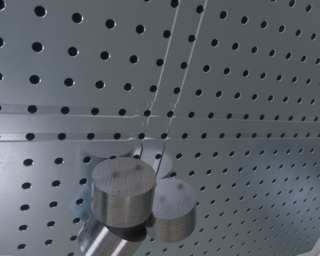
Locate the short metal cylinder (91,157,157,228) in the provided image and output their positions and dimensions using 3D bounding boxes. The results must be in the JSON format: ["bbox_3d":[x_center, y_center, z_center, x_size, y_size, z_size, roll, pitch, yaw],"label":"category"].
[{"bbox_3d":[-0.047,0.080,0.400,0.081,0.080,0.050,-7,122,-25],"label":"short metal cylinder"}]

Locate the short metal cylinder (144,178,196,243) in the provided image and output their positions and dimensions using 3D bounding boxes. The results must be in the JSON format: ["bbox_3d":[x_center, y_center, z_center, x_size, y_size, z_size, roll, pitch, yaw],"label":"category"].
[{"bbox_3d":[0.013,0.120,0.457,0.081,0.080,0.050,-17,125,-19],"label":"short metal cylinder"}]

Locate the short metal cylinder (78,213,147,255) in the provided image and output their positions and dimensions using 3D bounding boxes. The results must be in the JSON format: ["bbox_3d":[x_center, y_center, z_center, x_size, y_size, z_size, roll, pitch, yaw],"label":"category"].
[{"bbox_3d":[-0.066,0.147,0.430,0.080,0.080,0.050,25,105,-37],"label":"short metal cylinder"}]
